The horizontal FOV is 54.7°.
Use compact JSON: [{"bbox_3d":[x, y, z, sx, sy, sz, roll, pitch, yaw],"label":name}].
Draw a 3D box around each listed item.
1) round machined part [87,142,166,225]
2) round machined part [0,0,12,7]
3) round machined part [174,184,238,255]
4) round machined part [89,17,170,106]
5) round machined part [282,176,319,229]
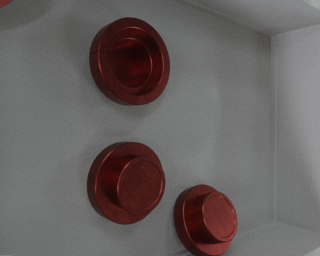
[{"bbox_3d":[-0.032,0.066,0.368,0.099,0.042,0.097,0,90,-40],"label":"round machined part"},{"bbox_3d":[-0.157,-0.146,0.242,0.099,0.042,0.098,-34,150,-22],"label":"round machined part"},{"bbox_3d":[0.070,0.126,0.432,0.099,0.042,0.098,21,55,-32],"label":"round machined part"},{"bbox_3d":[-0.039,-0.075,0.363,0.099,0.042,0.097,0,90,-40],"label":"round machined part"},{"bbox_3d":[0.275,0.142,0.593,0.042,0.098,0.097,1,89,-32],"label":"round machined part"}]
